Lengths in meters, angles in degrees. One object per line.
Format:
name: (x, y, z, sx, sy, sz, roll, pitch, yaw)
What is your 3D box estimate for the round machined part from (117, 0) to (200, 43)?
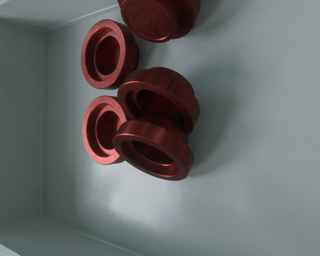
round machined part: (-0.006, -0.138, 0.361, 0.098, 0.098, 0.042, 3, 59, 40)

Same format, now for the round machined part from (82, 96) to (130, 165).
round machined part: (-0.066, 0.003, 0.450, 0.098, 0.042, 0.097, 0, 90, 40)

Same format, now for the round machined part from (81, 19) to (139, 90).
round machined part: (-0.069, -0.104, 0.453, 0.098, 0.042, 0.097, 0, 90, 40)

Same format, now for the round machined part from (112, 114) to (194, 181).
round machined part: (-0.004, 0.021, 0.376, 0.098, 0.098, 0.042, 0, 52, 40)

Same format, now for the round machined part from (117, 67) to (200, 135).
round machined part: (0.002, -0.034, 0.371, 0.098, 0.098, 0.042, 1, 50, 40)
